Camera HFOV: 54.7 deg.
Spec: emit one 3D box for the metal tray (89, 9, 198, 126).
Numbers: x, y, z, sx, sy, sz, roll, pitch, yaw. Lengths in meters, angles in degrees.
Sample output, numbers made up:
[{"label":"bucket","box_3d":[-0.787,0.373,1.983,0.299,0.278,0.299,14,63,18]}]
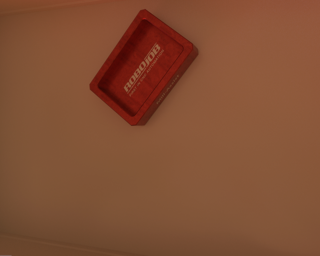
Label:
[{"label":"metal tray","box_3d":[-0.023,-0.078,0.415,0.090,0.030,0.130,41,102,15]}]
